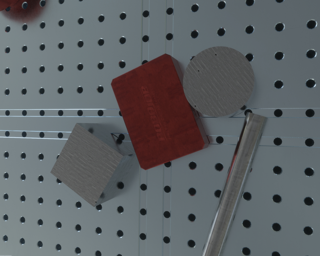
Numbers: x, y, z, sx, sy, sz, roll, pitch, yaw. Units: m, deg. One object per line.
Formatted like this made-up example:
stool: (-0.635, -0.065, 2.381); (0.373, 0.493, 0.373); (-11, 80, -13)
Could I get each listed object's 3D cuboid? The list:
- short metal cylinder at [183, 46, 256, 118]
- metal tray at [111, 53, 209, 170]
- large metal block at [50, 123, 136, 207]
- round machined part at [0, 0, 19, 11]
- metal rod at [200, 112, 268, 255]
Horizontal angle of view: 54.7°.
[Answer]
short metal cylinder: (0.073, -0.053, 0.373); (0.080, 0.050, 0.079); (0, 90, 19)
metal tray: (-0.001, -0.020, 0.410); (0.090, 0.030, 0.129); (-23, 83, 18)
large metal block: (-0.090, 0.048, 0.430); (0.080, 0.050, 0.080); (33, 100, 16)
round machined part: (-0.259, -0.233, 0.493); (0.098, 0.042, 0.097); (0, 90, 19)
metal rod: (0.075, 0.126, 0.385); (0.025, 0.025, 0.298); (18, 96, 18)
